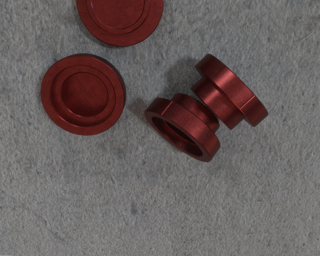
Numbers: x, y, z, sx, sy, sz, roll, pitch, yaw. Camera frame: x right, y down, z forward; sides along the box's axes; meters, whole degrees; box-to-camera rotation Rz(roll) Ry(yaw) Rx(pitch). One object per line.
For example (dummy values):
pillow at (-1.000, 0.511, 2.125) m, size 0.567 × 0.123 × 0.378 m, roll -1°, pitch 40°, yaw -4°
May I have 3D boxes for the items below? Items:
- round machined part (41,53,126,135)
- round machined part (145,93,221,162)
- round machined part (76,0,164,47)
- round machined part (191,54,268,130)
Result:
round machined part at (-0.091, -0.043, 0.384) m, size 0.099 × 0.042 × 0.097 m, roll 0°, pitch 110°, yaw -1°
round machined part at (0.032, -0.005, 0.376) m, size 0.098 × 0.098 × 0.042 m, roll 41°, pitch 77°, yaw -14°
round machined part at (-0.045, -0.141, 0.348) m, size 0.099 × 0.042 × 0.097 m, roll 0°, pitch 110°, yaw -1°
round machined part at (0.074, -0.036, 0.357) m, size 0.042 × 0.098 × 0.098 m, roll -44°, pitch 105°, yaw 9°
